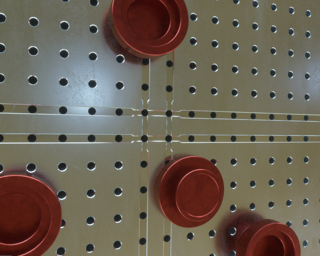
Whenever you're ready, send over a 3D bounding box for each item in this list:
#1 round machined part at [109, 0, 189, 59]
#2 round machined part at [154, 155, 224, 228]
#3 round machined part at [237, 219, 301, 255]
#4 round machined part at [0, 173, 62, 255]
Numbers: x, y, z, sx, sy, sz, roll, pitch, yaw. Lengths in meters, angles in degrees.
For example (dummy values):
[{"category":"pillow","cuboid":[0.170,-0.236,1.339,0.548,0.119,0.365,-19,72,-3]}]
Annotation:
[{"category":"round machined part","cuboid":[-0.016,-0.137,0.397,0.099,0.042,0.097,0,90,-20]},{"category":"round machined part","cuboid":[0.045,0.087,0.420,0.099,0.042,0.097,0,90,-20]},{"category":"round machined part","cuboid":[0.155,0.184,0.461,0.099,0.042,0.097,0,90,-20]},{"category":"round machined part","cuboid":[-0.161,0.098,0.344,0.099,0.042,0.097,0,90,-20]}]
